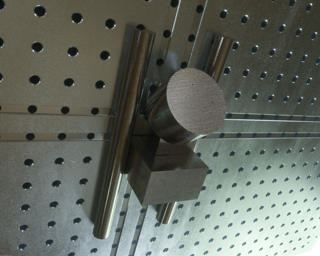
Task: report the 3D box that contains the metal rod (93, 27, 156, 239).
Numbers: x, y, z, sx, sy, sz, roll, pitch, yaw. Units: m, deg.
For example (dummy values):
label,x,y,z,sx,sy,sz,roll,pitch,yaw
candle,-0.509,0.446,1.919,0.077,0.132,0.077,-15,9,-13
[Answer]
label,x,y,z,sx,sy,sz,roll,pitch,yaw
metal rod,-0.052,0.025,0.398,0.025,0.025,0.298,1,118,-29

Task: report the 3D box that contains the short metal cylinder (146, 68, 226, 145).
label,x,y,z,sx,sy,sz,roll,pitch,yaw
short metal cylinder,0.031,-0.024,0.369,0.081,0.050,0.080,9,70,-27

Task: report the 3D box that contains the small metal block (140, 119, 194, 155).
label,x,y,z,sx,sy,sz,roll,pitch,yaw
small metal block,0.009,0.011,0.406,0.050,0.050,0.025,1,118,-30

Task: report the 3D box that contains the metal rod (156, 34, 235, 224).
label,x,y,z,sx,sy,sz,roll,pitch,yaw
metal rod,0.044,0.017,0.446,0.025,0.025,0.298,2,118,-29

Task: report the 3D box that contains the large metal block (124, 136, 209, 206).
label,x,y,z,sx,sy,sz,roll,pitch,yaw
large metal block,0.003,0.052,0.406,0.081,0.080,0.050,1,118,-29
